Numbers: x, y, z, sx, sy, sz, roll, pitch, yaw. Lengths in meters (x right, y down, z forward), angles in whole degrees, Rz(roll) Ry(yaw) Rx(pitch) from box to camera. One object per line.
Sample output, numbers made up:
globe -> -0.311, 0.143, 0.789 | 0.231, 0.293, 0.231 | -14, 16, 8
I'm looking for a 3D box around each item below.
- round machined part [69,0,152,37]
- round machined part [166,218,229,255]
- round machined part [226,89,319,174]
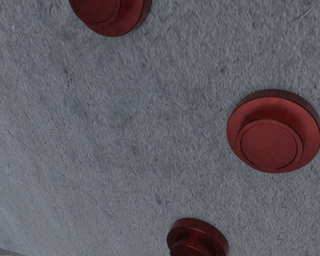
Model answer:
round machined part -> -0.061, -0.148, 0.337 | 0.098, 0.042, 0.097 | 13, 124, 21
round machined part -> 0.055, 0.193, 0.486 | 0.098, 0.042, 0.097 | 13, 124, 21
round machined part -> 0.121, 0.010, 0.338 | 0.098, 0.042, 0.097 | 13, 124, 21
